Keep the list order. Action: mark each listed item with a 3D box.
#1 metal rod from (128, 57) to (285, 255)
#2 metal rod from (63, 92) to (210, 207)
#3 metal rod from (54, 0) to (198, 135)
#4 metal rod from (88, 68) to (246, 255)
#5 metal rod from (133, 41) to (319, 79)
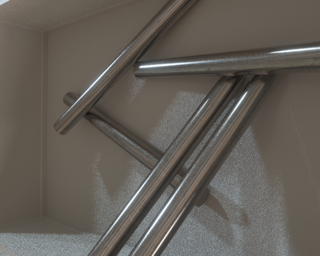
[{"bbox_3d":[0.034,0.054,0.303,0.025,0.025,0.300,33,87,35],"label":"metal rod"},{"bbox_3d":[-0.053,0.016,0.450,0.300,0.025,0.025,33,110,35],"label":"metal rod"},{"bbox_3d":[-0.057,-0.085,0.434,0.299,0.025,0.025,-40,66,26],"label":"metal rod"},{"bbox_3d":[-0.006,0.061,0.334,0.025,0.025,0.300,35,87,34],"label":"metal rod"},{"bbox_3d":[0.070,-0.066,0.317,0.300,0.025,0.025,8,96,49],"label":"metal rod"}]
